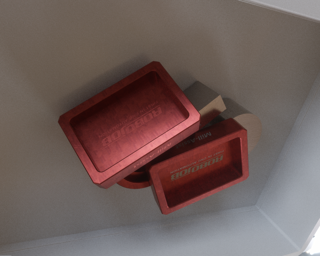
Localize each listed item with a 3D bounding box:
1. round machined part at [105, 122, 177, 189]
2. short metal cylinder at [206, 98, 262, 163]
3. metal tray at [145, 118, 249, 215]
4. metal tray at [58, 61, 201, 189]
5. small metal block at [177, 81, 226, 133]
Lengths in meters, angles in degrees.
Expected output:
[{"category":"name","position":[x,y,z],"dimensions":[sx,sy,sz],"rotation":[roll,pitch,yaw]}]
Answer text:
[{"category":"round machined part","position":[-0.025,0.028,0.402],"dimensions":[0.099,0.042,0.097],"rotation":[-14,125,-21]},{"category":"short metal cylinder","position":[0.098,0.004,0.448],"dimensions":[0.081,0.050,0.079],"rotation":[-14,125,-21]},{"category":"metal tray","position":[0.050,0.050,0.402],"dimensions":[0.131,0.030,0.089],"rotation":[-21,126,-11]},{"category":"metal tray","position":[-0.032,-0.005,0.342],"dimensions":[0.131,0.090,0.030],"rotation":[-32,161,-8]},{"category":"small metal block","position":[0.048,-0.029,0.400],"dimensions":[0.050,0.050,0.025],"rotation":[-38,130,-5]}]
